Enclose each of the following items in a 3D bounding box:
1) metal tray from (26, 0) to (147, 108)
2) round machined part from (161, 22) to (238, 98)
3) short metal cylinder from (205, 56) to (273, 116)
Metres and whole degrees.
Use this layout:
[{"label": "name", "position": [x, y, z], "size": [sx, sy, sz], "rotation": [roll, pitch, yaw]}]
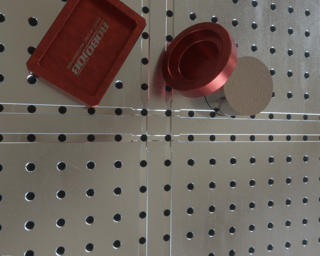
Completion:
[{"label": "metal tray", "position": [-0.087, -0.100, 0.377], "size": [0.090, 0.030, 0.130], "rotation": [32, 80, -17]}, {"label": "round machined part", "position": [0.054, -0.083, 0.402], "size": [0.042, 0.098, 0.098], "rotation": [31, 78, -50]}, {"label": "short metal cylinder", "position": [0.111, -0.057, 0.439], "size": [0.081, 0.050, 0.079], "rotation": [-1, 91, -21]}]
